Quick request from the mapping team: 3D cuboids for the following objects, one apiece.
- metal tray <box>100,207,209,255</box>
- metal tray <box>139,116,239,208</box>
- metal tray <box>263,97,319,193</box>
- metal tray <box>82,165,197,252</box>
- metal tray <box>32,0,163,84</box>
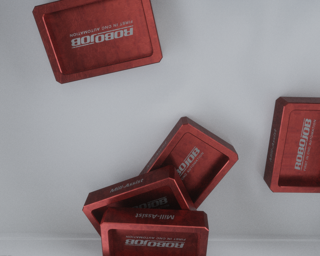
[{"bbox_3d":[-0.007,0.149,0.400,0.131,0.030,0.089,2,116,2],"label":"metal tray"},{"bbox_3d":[0.033,0.060,0.431,0.090,0.030,0.129,32,107,-12],"label":"metal tray"},{"bbox_3d":[0.198,0.025,0.420,0.091,0.030,0.129,1,110,-1],"label":"metal tray"},{"bbox_3d":[-0.025,0.112,0.417,0.130,0.030,0.090,-21,113,12],"label":"metal tray"},{"bbox_3d":[-0.069,-0.111,0.366,0.131,0.030,0.089,-12,110,4],"label":"metal tray"}]
